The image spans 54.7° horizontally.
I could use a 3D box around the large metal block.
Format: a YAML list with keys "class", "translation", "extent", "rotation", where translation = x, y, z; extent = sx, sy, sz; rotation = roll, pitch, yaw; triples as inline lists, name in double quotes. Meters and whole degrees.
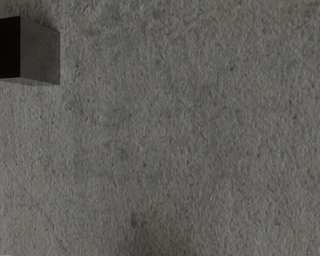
- class: "large metal block"
  translation: [-0.190, -0.105, 0.445]
  extent: [0.050, 0.080, 0.079]
  rotation: [0, 90, 20]
